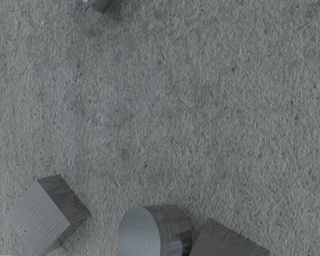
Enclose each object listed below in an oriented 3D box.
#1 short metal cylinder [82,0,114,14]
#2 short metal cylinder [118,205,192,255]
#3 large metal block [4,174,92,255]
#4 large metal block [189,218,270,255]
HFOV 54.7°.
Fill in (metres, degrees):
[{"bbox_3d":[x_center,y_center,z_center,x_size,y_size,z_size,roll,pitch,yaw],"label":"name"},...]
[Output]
[{"bbox_3d":[-0.094,-0.198,0.413,0.080,0.080,0.050,43,103,15],"label":"short metal cylinder"},{"bbox_3d":[-0.007,0.136,0.381,0.080,0.050,0.080,-11,75,47],"label":"short metal cylinder"},{"bbox_3d":[-0.163,0.127,0.453,0.080,0.050,0.080,-47,76,14],"label":"large metal block"},{"bbox_3d":[0.074,0.169,0.369,0.080,0.050,0.080,26,99,18],"label":"large metal block"}]
